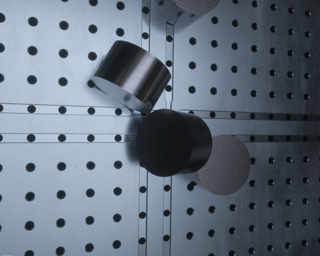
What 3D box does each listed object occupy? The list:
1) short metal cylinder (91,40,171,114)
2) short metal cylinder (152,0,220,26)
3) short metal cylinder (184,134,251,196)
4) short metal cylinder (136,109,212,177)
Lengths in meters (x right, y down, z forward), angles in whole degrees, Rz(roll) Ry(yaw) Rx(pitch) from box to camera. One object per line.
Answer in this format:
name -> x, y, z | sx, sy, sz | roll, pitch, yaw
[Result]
short metal cylinder -> -0.034, -0.059, 0.371 | 0.080, 0.080, 0.050 | 33, 80, -17
short metal cylinder -> 0.035, -0.183, 0.412 | 0.081, 0.050, 0.079 | 0, 90, -20
short metal cylinder -> 0.076, 0.048, 0.427 | 0.081, 0.050, 0.079 | 0, 90, -20
short metal cylinder -> 0.017, 0.018, 0.382 | 0.050, 0.080, 0.080 | 6, 88, -56
